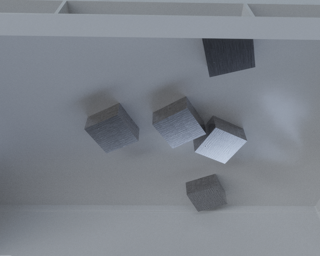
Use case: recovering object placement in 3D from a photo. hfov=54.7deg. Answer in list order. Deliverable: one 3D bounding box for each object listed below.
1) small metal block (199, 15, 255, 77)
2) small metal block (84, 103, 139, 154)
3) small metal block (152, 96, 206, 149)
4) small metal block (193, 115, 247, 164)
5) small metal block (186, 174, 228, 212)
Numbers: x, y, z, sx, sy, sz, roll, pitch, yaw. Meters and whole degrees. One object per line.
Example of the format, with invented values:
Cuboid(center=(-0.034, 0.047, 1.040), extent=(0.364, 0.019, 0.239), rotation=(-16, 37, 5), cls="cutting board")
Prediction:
Cuboid(center=(0.073, -0.088, 0.335), extent=(0.050, 0.025, 0.050), rotation=(-12, 129, 9), cls="small metal block")
Cuboid(center=(-0.062, 0.001, 0.409), extent=(0.050, 0.025, 0.050), rotation=(-22, 127, 17), cls="small metal block")
Cuboid(center=(0.025, -0.006, 0.404), extent=(0.050, 0.025, 0.050), rotation=(-26, 126, 20), cls="small metal block")
Cuboid(center=(0.081, 0.017, 0.424), extent=(0.050, 0.025, 0.050), rotation=(22, 127, -18), cls="small metal block")
Cuboid(center=(0.075, 0.105, 0.499), extent=(0.050, 0.025, 0.050), rotation=(-20, 128, 16), cls="small metal block")
